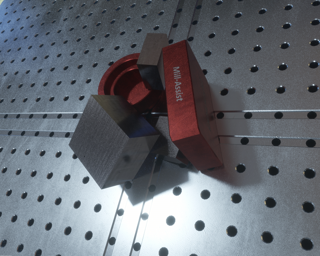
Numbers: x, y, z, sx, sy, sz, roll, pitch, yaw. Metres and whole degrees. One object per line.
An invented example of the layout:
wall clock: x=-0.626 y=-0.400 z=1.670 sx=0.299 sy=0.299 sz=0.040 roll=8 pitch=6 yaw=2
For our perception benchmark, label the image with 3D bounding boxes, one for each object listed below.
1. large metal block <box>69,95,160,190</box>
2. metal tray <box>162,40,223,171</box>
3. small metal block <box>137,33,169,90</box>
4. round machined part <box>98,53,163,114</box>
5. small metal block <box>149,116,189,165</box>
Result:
large metal block: x=-0.059 y=0.015 z=0.383 sx=0.080 sy=0.050 sz=0.079 roll=46 pitch=120 yaw=28
metal tray: x=0.038 y=-0.027 z=0.362 sx=0.030 sy=0.090 sz=0.130 roll=-16 pitch=55 yaw=19
small metal block: x=-0.005 y=-0.083 z=0.392 sx=0.025 sy=0.050 sz=0.050 roll=7 pitch=63 yaw=16
round machined part: x=-0.037 y=-0.058 z=0.450 sx=0.098 sy=0.042 sz=0.098 roll=-13 pitch=56 yaw=20
small metal block: x=0.016 y=0.015 z=0.383 sx=0.050 sy=0.025 sz=0.050 roll=8 pitch=69 yaw=43
